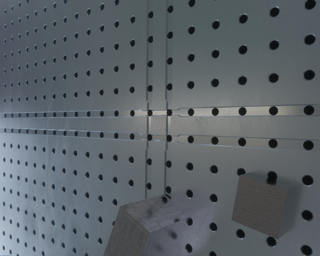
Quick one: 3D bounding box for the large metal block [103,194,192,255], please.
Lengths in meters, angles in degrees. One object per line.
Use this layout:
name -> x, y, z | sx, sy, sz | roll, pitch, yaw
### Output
large metal block -> -0.015, 0.137, 0.386 | 0.050, 0.081, 0.079 | 31, 110, 35

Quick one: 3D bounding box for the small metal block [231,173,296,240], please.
small metal block -> 0.107, 0.079, 0.321 | 0.050, 0.025, 0.050 | 14, 99, 39
